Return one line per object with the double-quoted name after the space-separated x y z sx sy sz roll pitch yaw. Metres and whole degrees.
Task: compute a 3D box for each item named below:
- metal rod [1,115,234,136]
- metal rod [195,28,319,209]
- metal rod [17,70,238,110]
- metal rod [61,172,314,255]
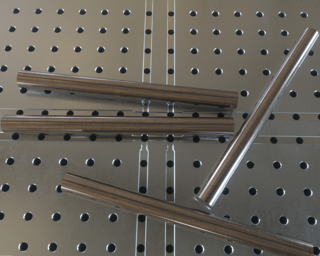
-0.055 -0.004 0.412 0.302 0.025 0.025 1 70 0 "metal rod"
0.139 -0.025 0.421 0.025 0.025 0.300 33 73 11 "metal rod"
-0.045 -0.053 0.431 0.301 0.025 0.025 6 70 2 "metal rod"
0.027 0.106 0.373 0.301 0.025 0.025 15 71 5 "metal rod"
